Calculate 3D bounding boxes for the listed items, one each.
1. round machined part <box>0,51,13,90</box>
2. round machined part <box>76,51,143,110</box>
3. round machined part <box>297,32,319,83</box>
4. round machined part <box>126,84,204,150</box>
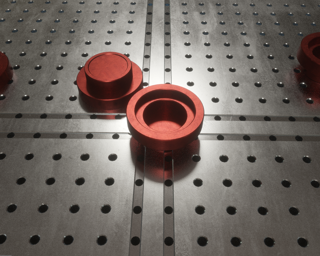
[{"bbox_3d":[-0.282,-0.092,0.470,0.099,0.042,0.098,0,50,0],"label":"round machined part"},{"bbox_3d":[-0.074,-0.076,0.460,0.099,0.042,0.098,0,50,0],"label":"round machined part"},{"bbox_3d":[0.267,-0.106,0.489,0.099,0.042,0.098,0,50,0],"label":"round machined part"},{"bbox_3d":[0.007,-0.010,0.405,0.099,0.042,0.098,0,50,0],"label":"round machined part"}]
